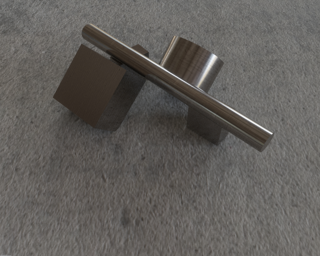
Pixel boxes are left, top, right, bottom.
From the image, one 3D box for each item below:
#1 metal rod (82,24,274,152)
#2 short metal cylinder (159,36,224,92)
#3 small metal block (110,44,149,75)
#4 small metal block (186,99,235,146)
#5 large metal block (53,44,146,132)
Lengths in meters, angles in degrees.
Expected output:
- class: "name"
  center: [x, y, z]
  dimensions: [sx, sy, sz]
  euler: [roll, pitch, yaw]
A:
- class: "metal rod"
  center: [0.004, -0.063, 0.393]
  dimensions: [0.300, 0.025, 0.025]
  euler: [36, 58, 26]
- class: "short metal cylinder"
  center: [0.042, -0.086, 0.434]
  dimensions: [0.080, 0.080, 0.050]
  euler: [32, 98, 23]
- class: "small metal block"
  center: [-0.044, -0.090, 0.464]
  dimensions: [0.050, 0.050, 0.025]
  euler: [-32, 57, -24]
- class: "small metal block"
  center: [0.063, -0.012, 0.396]
  dimensions: [0.050, 0.050, 0.025]
  euler: [33, 58, 24]
- class: "large metal block"
  center: [-0.080, -0.051, 0.408]
  dimensions: [0.080, 0.050, 0.080]
  euler: [33, 98, 24]
